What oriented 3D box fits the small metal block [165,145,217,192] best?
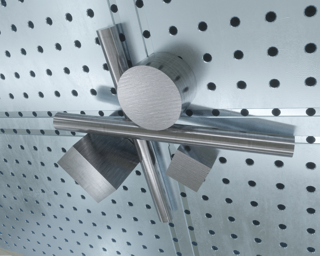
[{"bbox_3d":[0.041,0.052,0.421,0.050,0.025,0.050,29,128,9],"label":"small metal block"}]

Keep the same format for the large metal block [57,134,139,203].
[{"bbox_3d":[-0.082,0.045,0.443,0.080,0.080,0.050,46,129,-5],"label":"large metal block"}]

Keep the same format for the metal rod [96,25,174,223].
[{"bbox_3d":[-0.027,0.011,0.431,0.025,0.025,0.298,-2,118,29],"label":"metal rod"}]

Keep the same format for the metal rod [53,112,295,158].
[{"bbox_3d":[0.005,0.006,0.387,0.301,0.025,0.025,6,121,16],"label":"metal rod"}]

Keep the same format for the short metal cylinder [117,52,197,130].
[{"bbox_3d":[-0.003,-0.044,0.368,0.080,0.050,0.079,13,124,20],"label":"short metal cylinder"}]
